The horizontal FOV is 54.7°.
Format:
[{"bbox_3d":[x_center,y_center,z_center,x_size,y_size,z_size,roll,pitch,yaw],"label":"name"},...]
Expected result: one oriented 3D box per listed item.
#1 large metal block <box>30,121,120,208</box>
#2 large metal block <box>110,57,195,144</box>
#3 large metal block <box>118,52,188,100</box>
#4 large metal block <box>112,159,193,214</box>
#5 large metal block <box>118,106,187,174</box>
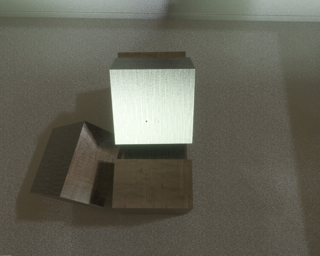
[{"bbox_3d":[-0.096,0.042,0.353,0.050,0.080,0.080,28,66,-36],"label":"large metal block"},{"bbox_3d":[-0.007,-0.030,0.330,0.081,0.079,0.050,-1,25,-1],"label":"large metal block"},{"bbox_3d":[-0.009,-0.054,0.397,0.081,0.080,0.050,-1,70,-1],"label":"large metal block"},{"bbox_3d":[-0.007,0.069,0.352,0.081,0.080,0.050,0,70,0],"label":"large metal block"},{"bbox_3d":[-0.009,0.013,0.392,0.081,0.050,0.080,-1,70,-1],"label":"large metal block"}]
